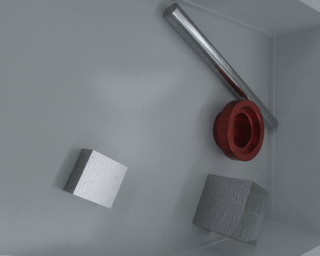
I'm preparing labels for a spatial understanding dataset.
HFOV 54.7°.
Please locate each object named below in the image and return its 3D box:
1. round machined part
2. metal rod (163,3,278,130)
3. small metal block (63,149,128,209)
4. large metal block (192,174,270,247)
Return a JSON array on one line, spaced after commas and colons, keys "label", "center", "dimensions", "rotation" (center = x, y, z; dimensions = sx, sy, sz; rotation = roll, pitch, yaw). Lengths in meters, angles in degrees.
[{"label": "round machined part", "center": [0.124, 0.004, 0.502], "dimensions": [0.099, 0.042, 0.097], "rotation": [0, 90, -40]}, {"label": "metal rod", "center": [0.113, -0.084, 0.503], "dimensions": [0.301, 0.025, 0.025], "rotation": [38, 67, -34]}, {"label": "small metal block", "center": [-0.071, 0.057, 0.348], "dimensions": [0.050, 0.025, 0.050], "rotation": [34, 69, -35]}, {"label": "large metal block", "center": [0.105, 0.120, 0.462], "dimensions": [0.050, 0.080, 0.080], "rotation": [34, 69, -35]}]
